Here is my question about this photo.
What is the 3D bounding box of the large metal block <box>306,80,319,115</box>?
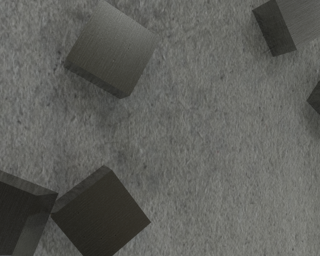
[{"bbox_3d":[0.305,-0.051,0.511,0.080,0.050,0.080,40,77,-16],"label":"large metal block"}]

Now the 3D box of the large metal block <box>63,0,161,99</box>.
[{"bbox_3d":[-0.059,-0.091,0.375,0.080,0.050,0.080,30,80,-18],"label":"large metal block"}]

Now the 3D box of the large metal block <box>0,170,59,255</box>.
[{"bbox_3d":[-0.166,0.092,0.318,0.080,0.050,0.080,19,83,8],"label":"large metal block"}]

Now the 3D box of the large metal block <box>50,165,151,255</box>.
[{"bbox_3d":[-0.072,0.103,0.370,0.080,0.050,0.080,-38,103,-17],"label":"large metal block"}]

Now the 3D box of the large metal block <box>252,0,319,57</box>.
[{"bbox_3d":[0.202,-0.166,0.472,0.080,0.050,0.080,-31,101,-18],"label":"large metal block"}]
